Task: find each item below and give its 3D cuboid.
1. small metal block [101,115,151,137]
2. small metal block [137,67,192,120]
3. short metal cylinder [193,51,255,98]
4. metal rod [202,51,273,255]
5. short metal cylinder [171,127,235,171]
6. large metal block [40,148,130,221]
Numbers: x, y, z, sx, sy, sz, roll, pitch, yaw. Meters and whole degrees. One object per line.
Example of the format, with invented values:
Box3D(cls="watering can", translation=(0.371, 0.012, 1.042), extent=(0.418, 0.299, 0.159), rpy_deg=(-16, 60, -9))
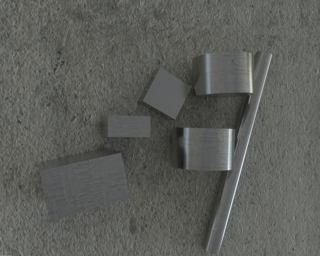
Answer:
Box3D(cls="small metal block", translation=(-0.044, -0.002, 0.380), extent=(0.050, 0.050, 0.025), rpy_deg=(1, 90, -20))
Box3D(cls="small metal block", translation=(0.006, -0.044, 0.412), extent=(0.050, 0.025, 0.050), rpy_deg=(30, 80, -18))
Box3D(cls="short metal cylinder", translation=(0.084, -0.068, 0.412), extent=(0.081, 0.080, 0.050), rpy_deg=(-2, 91, -20))
Box3D(cls="metal rod", translation=(0.115, 0.031, 0.453), extent=(0.025, 0.025, 0.299), rpy_deg=(19, 84, -20))
Box3D(cls="short metal cylinder", translation=(0.055, 0.025, 0.402), extent=(0.081, 0.080, 0.050), rpy_deg=(2, 90, -20))
Box3D(cls="large metal block", translation=(-0.087, 0.057, 0.348), extent=(0.081, 0.080, 0.050), rpy_deg=(-12, 94, -20))
